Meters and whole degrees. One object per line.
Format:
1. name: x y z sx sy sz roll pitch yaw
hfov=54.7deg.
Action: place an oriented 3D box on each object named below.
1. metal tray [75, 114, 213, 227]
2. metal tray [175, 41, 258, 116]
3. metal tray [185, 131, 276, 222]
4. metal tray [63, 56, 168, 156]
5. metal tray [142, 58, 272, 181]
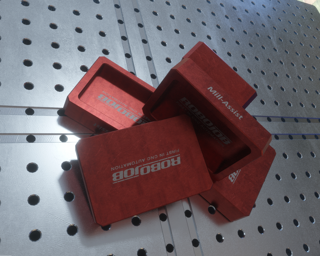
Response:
1. metal tray: -0.017 0.043 0.340 0.131 0.030 0.090 -14 79 -19
2. metal tray: 0.061 -0.049 0.406 0.090 0.130 0.030 43 79 1
3. metal tray: 0.101 0.050 0.429 0.090 0.030 0.131 42 51 0
4. metal tray: -0.043 -0.025 0.398 0.130 0.030 0.090 31 51 -8
5. metal tray: 0.049 -0.006 0.359 0.130 0.090 0.030 44 51 1
